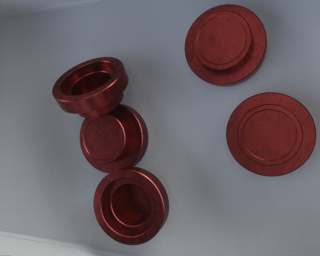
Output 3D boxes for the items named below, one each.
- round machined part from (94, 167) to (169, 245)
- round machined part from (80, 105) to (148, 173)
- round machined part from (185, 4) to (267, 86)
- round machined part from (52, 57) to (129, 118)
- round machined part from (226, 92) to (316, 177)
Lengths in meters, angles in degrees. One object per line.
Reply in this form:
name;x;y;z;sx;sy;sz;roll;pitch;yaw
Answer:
round machined part;-0.035;0.099;0.412;0.098;0.042;0.097;1;93;18
round machined part;-0.069;0.014;0.426;0.098;0.042;0.097;0;90;20
round machined part;0.077;-0.101;0.374;0.098;0.042;0.097;0;90;20
round machined part;-0.088;-0.051;0.414;0.098;0.098;0.042;-3;133;20
round machined part;0.126;0.007;0.357;0.098;0.042;0.097;0;90;20
